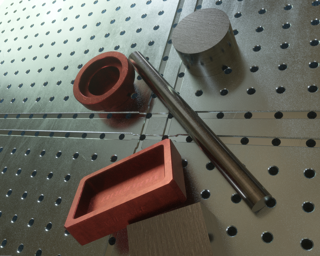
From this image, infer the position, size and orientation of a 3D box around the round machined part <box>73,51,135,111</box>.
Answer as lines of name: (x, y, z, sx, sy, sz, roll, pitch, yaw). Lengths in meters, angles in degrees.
round machined part: (-0.081, -0.067, 0.480, 0.098, 0.042, 0.098, -13, 56, 20)

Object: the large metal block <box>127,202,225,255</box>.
large metal block: (0.019, 0.129, 0.302, 0.080, 0.050, 0.080, -22, 54, 14)

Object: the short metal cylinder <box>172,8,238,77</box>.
short metal cylinder: (0.063, -0.118, 0.431, 0.080, 0.050, 0.080, -13, 56, 20)

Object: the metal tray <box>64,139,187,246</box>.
metal tray: (-0.038, 0.070, 0.355, 0.130, 0.030, 0.090, -25, 25, 12)

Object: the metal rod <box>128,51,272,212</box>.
metal rod: (0.031, -0.018, 0.401, 0.025, 0.025, 0.300, -39, 51, 2)
